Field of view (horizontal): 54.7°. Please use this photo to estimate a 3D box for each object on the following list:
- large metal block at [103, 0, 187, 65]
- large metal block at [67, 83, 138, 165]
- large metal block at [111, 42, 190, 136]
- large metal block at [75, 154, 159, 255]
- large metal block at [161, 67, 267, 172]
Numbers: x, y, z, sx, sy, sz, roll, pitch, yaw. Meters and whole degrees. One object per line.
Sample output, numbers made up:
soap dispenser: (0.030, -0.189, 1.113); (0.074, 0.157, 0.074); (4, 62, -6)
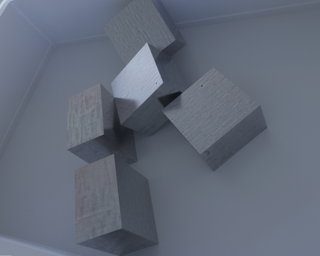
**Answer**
large metal block: (-0.021, -0.134, 0.448); (0.080, 0.050, 0.080); (-33, 85, 23)
large metal block: (-0.075, 0.003, 0.406); (0.050, 0.080, 0.080); (-22, 54, 15)
large metal block: (-0.015, -0.050, 0.409); (0.080, 0.050, 0.080); (-43, 46, 27)
large metal block: (-0.047, 0.087, 0.341); (0.050, 0.080, 0.080); (-23, 54, 14)
large metal block: (0.063, -0.011, 0.363); (0.080, 0.050, 0.080); (-40, 51, 1)
